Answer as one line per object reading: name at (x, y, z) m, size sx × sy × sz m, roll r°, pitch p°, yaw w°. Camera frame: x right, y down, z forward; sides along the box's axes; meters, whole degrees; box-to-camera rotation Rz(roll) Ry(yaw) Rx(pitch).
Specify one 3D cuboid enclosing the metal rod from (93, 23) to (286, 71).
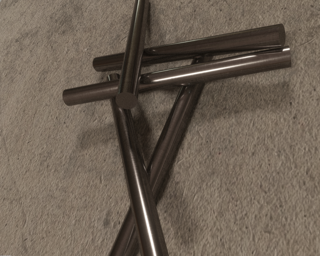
metal rod at (0.015, -0.105, 0.432) m, size 0.300 × 0.025 × 0.025 m, roll 1°, pitch 62°, yaw 37°

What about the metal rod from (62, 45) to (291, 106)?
metal rod at (0.007, -0.063, 0.402) m, size 0.301 × 0.025 × 0.025 m, roll -8°, pitch 58°, yaw 19°

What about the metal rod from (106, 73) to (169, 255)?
metal rod at (-0.037, 0.025, 0.381) m, size 0.025 × 0.025 × 0.300 m, roll -29°, pitch 44°, yaw 10°

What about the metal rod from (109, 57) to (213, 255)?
metal rod at (0.007, 0.024, 0.384) m, size 0.025 × 0.025 × 0.300 m, roll 11°, pitch 67°, yaw 32°

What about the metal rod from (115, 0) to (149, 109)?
metal rod at (-0.034, -0.135, 0.458) m, size 0.025 × 0.025 × 0.300 m, roll -18°, pitch 41°, yaw 18°
